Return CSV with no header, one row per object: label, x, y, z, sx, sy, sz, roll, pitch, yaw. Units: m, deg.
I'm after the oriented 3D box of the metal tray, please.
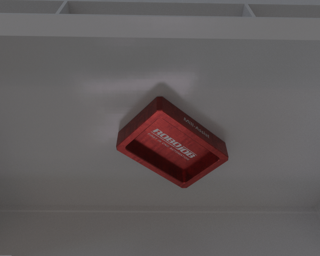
metal tray,0.018,0.025,0.426,0.130,0.030,0.090,34,122,-26
